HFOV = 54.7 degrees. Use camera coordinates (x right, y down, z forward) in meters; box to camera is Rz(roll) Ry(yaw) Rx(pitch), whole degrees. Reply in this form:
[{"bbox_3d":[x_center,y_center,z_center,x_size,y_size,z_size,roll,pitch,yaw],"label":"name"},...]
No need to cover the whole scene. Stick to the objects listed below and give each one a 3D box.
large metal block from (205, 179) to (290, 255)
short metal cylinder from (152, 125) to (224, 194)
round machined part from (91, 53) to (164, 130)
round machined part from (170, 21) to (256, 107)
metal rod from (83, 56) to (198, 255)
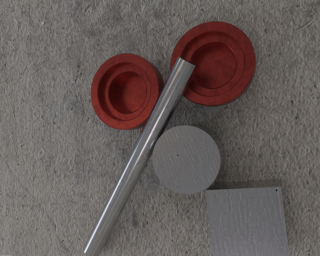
[{"bbox_3d":[0.102,0.105,0.360,0.080,0.050,0.080,-7,88,19],"label":"large metal block"},{"bbox_3d":[0.037,0.036,0.381,0.080,0.050,0.079,1,92,17],"label":"short metal cylinder"},{"bbox_3d":[-0.039,-0.046,0.412,0.098,0.042,0.097,-1,88,21],"label":"round machined part"},{"bbox_3d":[0.066,-0.074,0.377,0.098,0.042,0.097,0,90,20],"label":"round machined part"},{"bbox_3d":[-0.033,0.050,0.395,0.025,0.025,0.298,33,110,17],"label":"metal rod"}]
